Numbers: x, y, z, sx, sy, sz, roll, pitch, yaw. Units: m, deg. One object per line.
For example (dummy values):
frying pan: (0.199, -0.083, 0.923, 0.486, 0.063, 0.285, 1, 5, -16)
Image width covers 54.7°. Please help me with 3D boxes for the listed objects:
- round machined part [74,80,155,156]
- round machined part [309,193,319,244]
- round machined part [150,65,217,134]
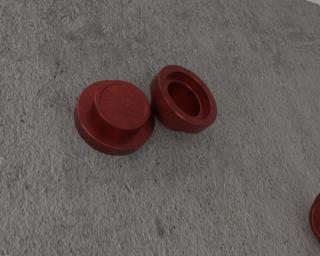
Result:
round machined part: (-0.051, -0.019, 0.377, 0.099, 0.042, 0.098, 13, 56, -21)
round machined part: (0.241, 0.124, 0.411, 0.042, 0.097, 0.098, 10, 58, -23)
round machined part: (0.027, -0.034, 0.420, 0.099, 0.042, 0.098, 23, 47, -27)
